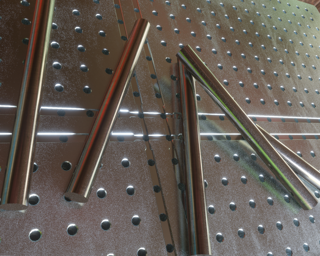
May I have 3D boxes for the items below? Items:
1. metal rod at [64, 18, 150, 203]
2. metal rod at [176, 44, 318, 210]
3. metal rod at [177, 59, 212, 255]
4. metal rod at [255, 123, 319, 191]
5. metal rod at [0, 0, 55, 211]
[{"bbox_3d":[-0.057,-0.046,0.406,0.025,0.025,0.300,24,53,-14],"label":"metal rod"},{"bbox_3d":[0.129,-0.001,0.461,0.300,0.025,0.025,50,51,0],"label":"metal rod"},{"bbox_3d":[0.043,0.015,0.423,0.025,0.025,0.299,13,56,-22],"label":"metal rod"},{"bbox_3d":[0.263,0.091,0.497,0.301,0.025,0.025,36,51,-5],"label":"metal rod"},{"bbox_3d":[-0.148,-0.056,0.362,0.025,0.025,0.299,9,58,-24],"label":"metal rod"}]
